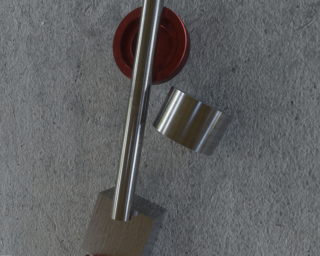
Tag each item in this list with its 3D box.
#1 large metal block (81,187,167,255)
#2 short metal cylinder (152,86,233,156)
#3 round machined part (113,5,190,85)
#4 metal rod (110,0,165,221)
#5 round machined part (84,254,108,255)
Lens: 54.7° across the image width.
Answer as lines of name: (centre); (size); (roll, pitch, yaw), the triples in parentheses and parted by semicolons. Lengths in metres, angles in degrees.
large metal block: (-0.047, 0.134, 0.412); (0.080, 0.050, 0.080); (21, 97, 18)
short metal cylinder: (0.038, -0.009, 0.366); (0.080, 0.080, 0.050); (30, 100, 17)
round machined part: (-0.008, -0.104, 0.403); (0.098, 0.042, 0.097); (0, 90, 19)
metal rod: (-0.024, -0.040, 0.369); (0.025, 0.025, 0.298); (9, 91, 19)
round machined part: (-0.072, 0.210, 0.406); (0.042, 0.098, 0.098); (-27, 80, -18)
